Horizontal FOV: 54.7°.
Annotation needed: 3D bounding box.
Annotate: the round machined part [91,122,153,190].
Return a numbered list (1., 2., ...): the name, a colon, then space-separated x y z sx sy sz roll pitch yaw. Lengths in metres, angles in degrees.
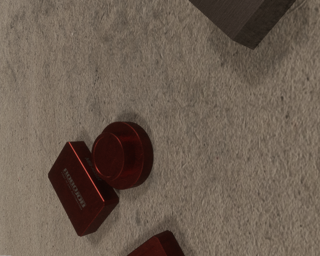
1. round machined part: -0.060 0.039 0.441 0.098 0.042 0.097 0 90 39

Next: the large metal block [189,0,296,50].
1. large metal block: 0.086 -0.141 0.317 0.080 0.050 0.080 -52 60 27

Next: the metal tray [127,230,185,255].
1. metal tray: -0.014 0.207 0.410 0.129 0.030 0.090 -46 63 30

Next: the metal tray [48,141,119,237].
1. metal tray: -0.129 0.096 0.505 0.130 0.030 0.090 51 120 27
